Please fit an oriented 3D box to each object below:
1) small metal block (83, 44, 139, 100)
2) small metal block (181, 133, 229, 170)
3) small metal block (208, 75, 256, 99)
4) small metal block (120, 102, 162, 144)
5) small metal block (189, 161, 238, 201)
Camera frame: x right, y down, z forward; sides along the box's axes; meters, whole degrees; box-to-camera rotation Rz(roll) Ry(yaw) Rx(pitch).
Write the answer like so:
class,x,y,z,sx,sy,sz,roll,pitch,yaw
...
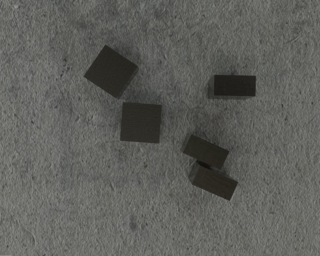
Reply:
class,x,y,z,sx,sy,sz,roll,pitch,yaw
small metal block,-0.063,-0.073,0.409,0.050,0.025,0.050,34,90,0
small metal block,0.056,0.029,0.398,0.050,0.050,0.025,24,90,0
small metal block,0.090,-0.051,0.398,0.050,0.050,0.025,1,90,0
small metal block,-0.024,-0.007,0.410,0.050,0.025,0.050,4,90,0
small metal block,0.066,0.066,0.398,0.050,0.050,0.025,24,90,0
